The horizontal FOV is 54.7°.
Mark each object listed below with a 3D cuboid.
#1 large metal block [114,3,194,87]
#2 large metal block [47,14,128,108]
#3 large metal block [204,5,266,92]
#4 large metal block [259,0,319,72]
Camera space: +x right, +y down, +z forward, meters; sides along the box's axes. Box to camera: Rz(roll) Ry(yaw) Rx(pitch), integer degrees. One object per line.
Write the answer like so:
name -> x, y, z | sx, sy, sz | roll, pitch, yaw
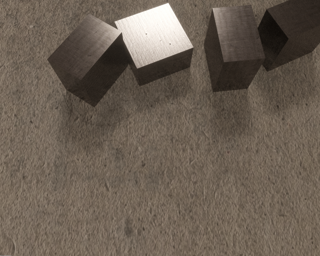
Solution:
large metal block -> -0.009, -0.117, 0.438 | 0.080, 0.050, 0.080 | -23, 72, -8
large metal block -> -0.090, -0.086, 0.409 | 0.050, 0.080, 0.080 | 32, 73, 10
large metal block -> 0.096, -0.104, 0.418 | 0.050, 0.080, 0.080 | -6, 70, -2
large metal block -> 0.183, -0.133, 0.430 | 0.080, 0.080, 0.050 | -24, 72, -9
